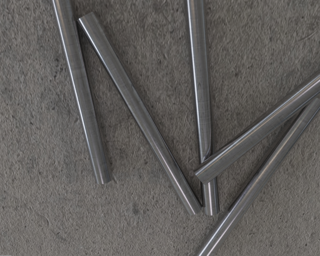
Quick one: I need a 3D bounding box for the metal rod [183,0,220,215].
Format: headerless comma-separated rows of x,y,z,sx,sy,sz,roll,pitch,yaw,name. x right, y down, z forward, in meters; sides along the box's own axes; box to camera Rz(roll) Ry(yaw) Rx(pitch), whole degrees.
0.057,-0.018,0.403,0.025,0.025,0.298,-7,110,2,metal rod

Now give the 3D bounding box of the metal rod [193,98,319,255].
0.132,0.085,0.442,0.025,0.025,0.298,26,108,-9,metal rod

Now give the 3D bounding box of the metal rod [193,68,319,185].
0.165,-0.031,0.384,0.300,0.025,0.025,-40,106,7,metal rod

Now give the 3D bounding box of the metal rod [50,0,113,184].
-0.100,-0.066,0.384,0.025,0.025,0.298,-8,110,3,metal rod

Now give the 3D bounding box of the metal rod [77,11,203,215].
-0.017,-0.006,0.407,0.025,0.025,0.299,-26,108,9,metal rod
